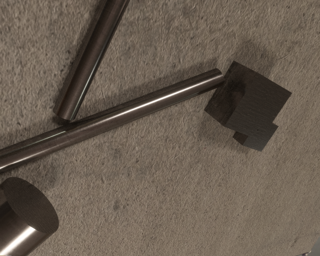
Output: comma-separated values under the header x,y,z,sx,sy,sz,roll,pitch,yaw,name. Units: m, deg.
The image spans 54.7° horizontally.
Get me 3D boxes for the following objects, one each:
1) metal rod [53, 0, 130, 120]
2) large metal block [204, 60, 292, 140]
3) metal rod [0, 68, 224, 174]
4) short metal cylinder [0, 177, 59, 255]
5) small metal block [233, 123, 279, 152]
x,y,z,sx,sy,sz,roll,pitch,yaw,name
-0.035,-0.141,0.301,0.025,0.025,0.298,18,109,-36,metal rod
0.124,-0.037,0.438,0.081,0.050,0.080,18,109,-36,large metal block
-0.057,-0.011,0.369,0.302,0.025,0.025,-22,127,-15,metal rod
-0.162,0.102,0.347,0.050,0.080,0.080,-41,130,-1,short metal cylinder
0.154,0.006,0.497,0.050,0.025,0.050,18,109,-36,small metal block
